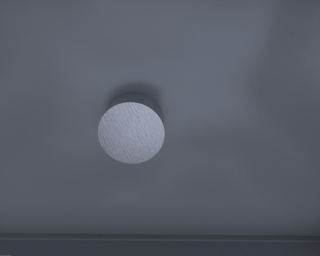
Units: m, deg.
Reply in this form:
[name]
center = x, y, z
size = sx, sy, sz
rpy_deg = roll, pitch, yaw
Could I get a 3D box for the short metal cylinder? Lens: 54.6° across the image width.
[short metal cylinder]
center = -0.035, -0.001, 0.397
size = 0.080, 0.050, 0.079
rpy_deg = 0, 110, 0
